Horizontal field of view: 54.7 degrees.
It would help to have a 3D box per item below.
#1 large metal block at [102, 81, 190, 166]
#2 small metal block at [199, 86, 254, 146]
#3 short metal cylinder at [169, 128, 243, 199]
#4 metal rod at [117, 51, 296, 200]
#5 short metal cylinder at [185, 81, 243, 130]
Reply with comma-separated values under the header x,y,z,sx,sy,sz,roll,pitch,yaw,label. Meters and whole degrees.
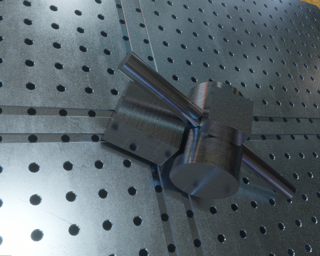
x,y,z,sx,sy,sz,roll,pitch,yaw,label
-0.014,-0.012,0.384,0.080,0.050,0.080,26,53,-12,large metal block
0.076,-0.014,0.352,0.050,0.025,0.050,21,54,-6,small metal block
0.056,0.044,0.372,0.080,0.080,0.050,27,53,-12,short metal cylinder
0.074,0.010,0.387,0.301,0.025,0.025,36,50,-24,metal rod
0.072,-0.016,0.418,0.080,0.080,0.050,25,53,-13,short metal cylinder
